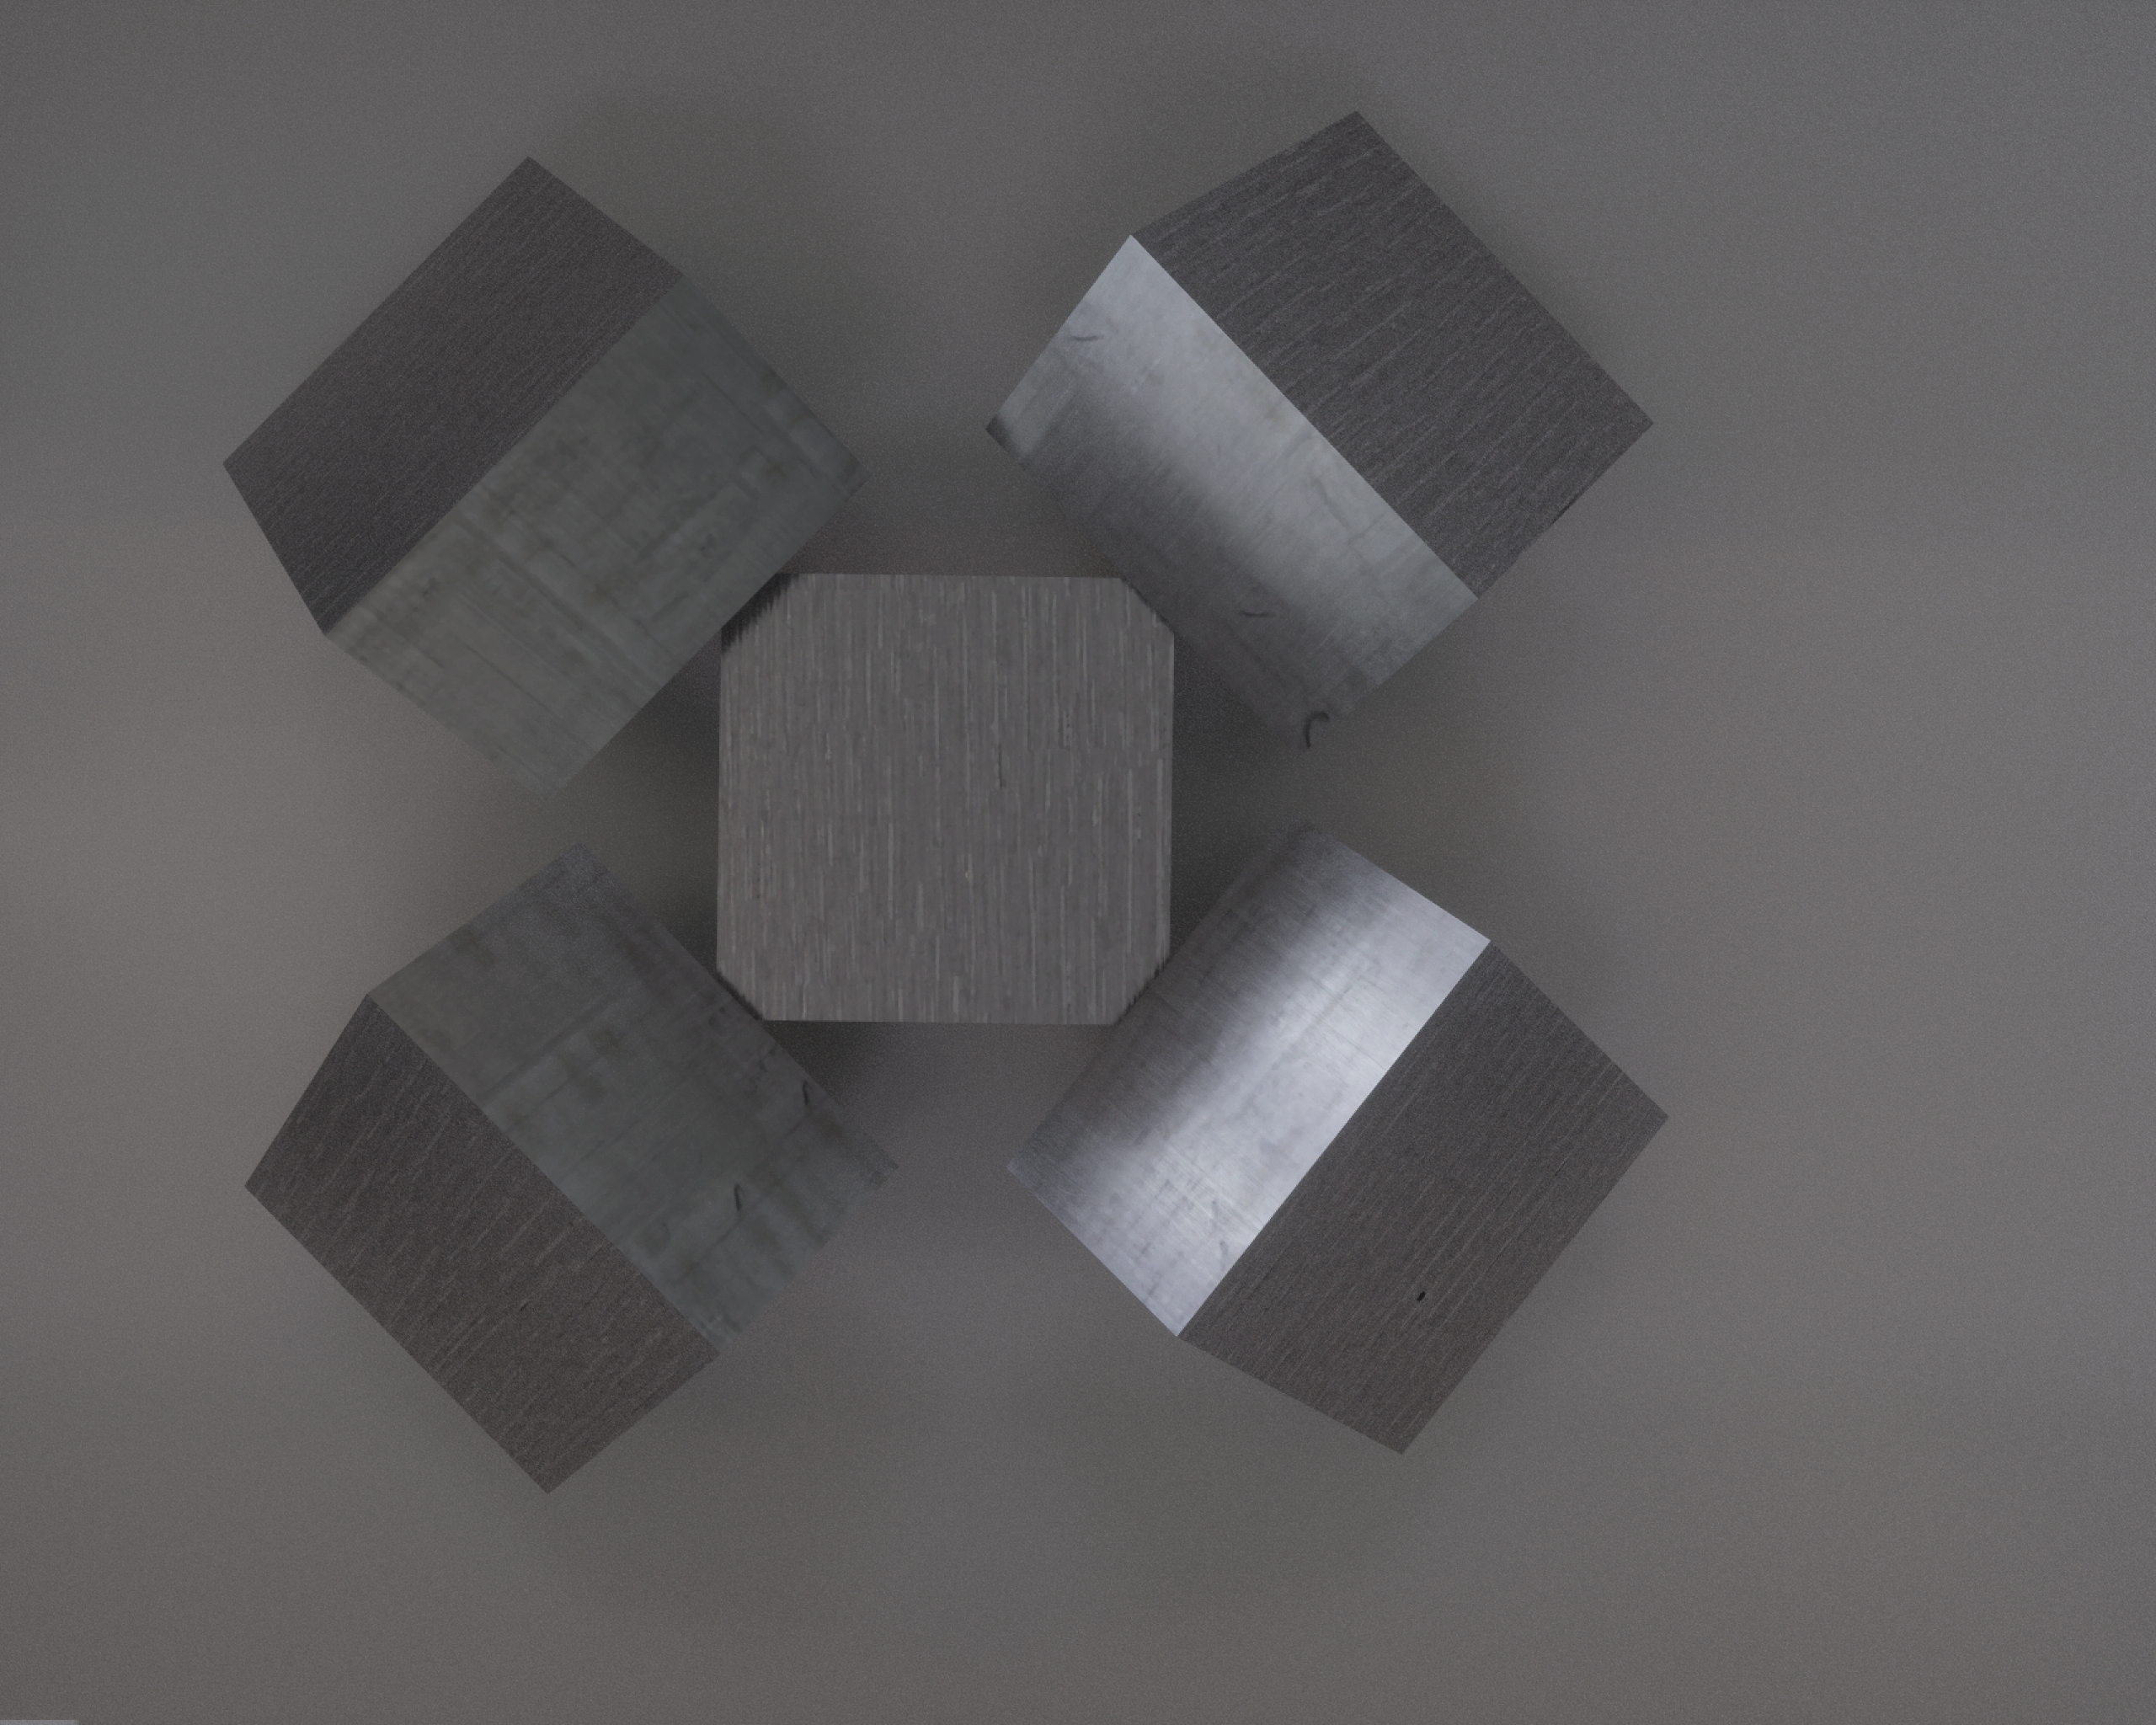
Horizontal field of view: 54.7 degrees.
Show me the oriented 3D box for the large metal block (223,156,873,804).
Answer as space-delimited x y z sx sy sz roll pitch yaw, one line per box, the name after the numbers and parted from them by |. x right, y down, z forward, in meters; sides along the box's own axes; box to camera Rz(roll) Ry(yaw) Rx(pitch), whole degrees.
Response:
-0.097 -0.070 0.373 0.080 0.080 0.050 -46 134 0 | large metal block

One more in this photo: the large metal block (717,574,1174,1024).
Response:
-0.023 -0.011 0.396 0.081 0.050 0.080 1 90 0 | large metal block

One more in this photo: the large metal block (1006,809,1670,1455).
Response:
0.049 0.050 0.376 0.080 0.050 0.080 -52 135 -1 | large metal block

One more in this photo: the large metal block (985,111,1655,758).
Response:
0.045 -0.079 0.377 0.080 0.050 0.080 47 47 0 | large metal block

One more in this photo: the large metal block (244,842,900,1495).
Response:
-0.093 0.057 0.376 0.080 0.050 0.080 46 134 -1 | large metal block
